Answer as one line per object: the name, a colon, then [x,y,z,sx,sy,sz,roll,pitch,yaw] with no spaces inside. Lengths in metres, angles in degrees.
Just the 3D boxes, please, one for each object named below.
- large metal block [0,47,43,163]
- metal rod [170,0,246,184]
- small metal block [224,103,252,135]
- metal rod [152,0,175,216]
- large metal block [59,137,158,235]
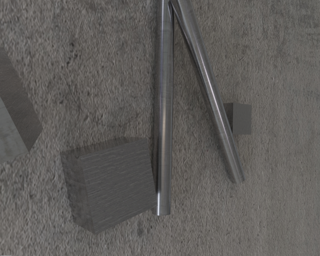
large metal block: [-0.139,-0.017,0.243,0.050,0.080,0.080,-22,106,-8]
metal rod: [0.077,-0.041,0.451,0.025,0.025,0.299,-40,120,-33]
small metal block: [0.125,-0.014,0.509,0.050,0.025,0.050,2,89,-40]
metal rod: [0.005,-0.038,0.408,0.025,0.025,0.298,2,89,-40]
large metal block: [-0.055,0.057,0.342,0.081,0.050,0.079,-15,100,-39]
